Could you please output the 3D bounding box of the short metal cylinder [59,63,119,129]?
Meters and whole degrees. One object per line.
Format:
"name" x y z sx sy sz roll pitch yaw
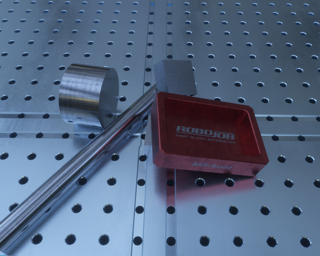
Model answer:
"short metal cylinder" -0.090 -0.042 0.406 0.050 0.080 0.080 9 51 7

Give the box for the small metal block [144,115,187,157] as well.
"small metal block" 0.008 0.011 0.398 0.050 0.025 0.050 4 50 3

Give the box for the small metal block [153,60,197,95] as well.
"small metal block" 0.022 -0.068 0.438 0.050 0.025 0.050 -7 85 -35

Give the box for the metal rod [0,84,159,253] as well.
"metal rod" -0.076 0.024 0.386 0.025 0.025 0.301 30 56 22

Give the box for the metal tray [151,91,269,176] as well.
"metal tray" 0.057 0.007 0.374 0.131 0.030 0.090 7 51 -14
